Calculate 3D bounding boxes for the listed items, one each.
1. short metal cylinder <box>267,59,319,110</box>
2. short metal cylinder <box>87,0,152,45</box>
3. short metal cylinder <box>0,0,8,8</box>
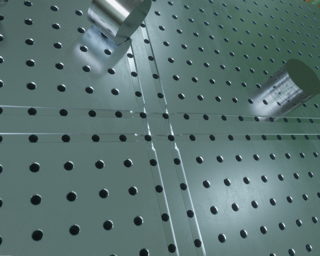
[{"bbox_3d":[0.248,-0.081,0.574,0.081,0.050,0.080,14,56,-21],"label":"short metal cylinder"},{"bbox_3d":[-0.057,-0.168,0.444,0.050,0.080,0.080,41,51,0],"label":"short metal cylinder"},{"bbox_3d":[-0.225,-0.169,0.355,0.080,0.080,0.050,41,51,-1],"label":"short metal cylinder"}]
